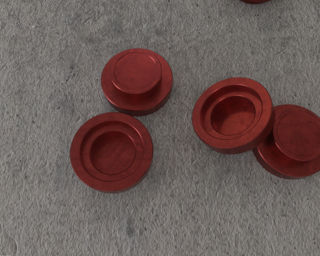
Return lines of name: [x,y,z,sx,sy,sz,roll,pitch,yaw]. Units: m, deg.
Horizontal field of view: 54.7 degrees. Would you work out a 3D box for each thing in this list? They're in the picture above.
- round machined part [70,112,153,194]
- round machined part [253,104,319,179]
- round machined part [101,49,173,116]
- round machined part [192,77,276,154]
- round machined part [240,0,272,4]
round machined part: [-0.057,0.033,0.387,0.099,0.042,0.098,0,70,0]
round machined part: [0.171,0.014,0.395,0.099,0.042,0.098,0,70,0]
round machined part: [-0.032,-0.068,0.424,0.099,0.042,0.098,0,70,0]
round machined part: [0.094,-0.012,0.390,0.098,0.042,0.098,-14,58,23]
round machined part: [0.150,-0.236,0.486,0.099,0.042,0.098,0,70,0]
